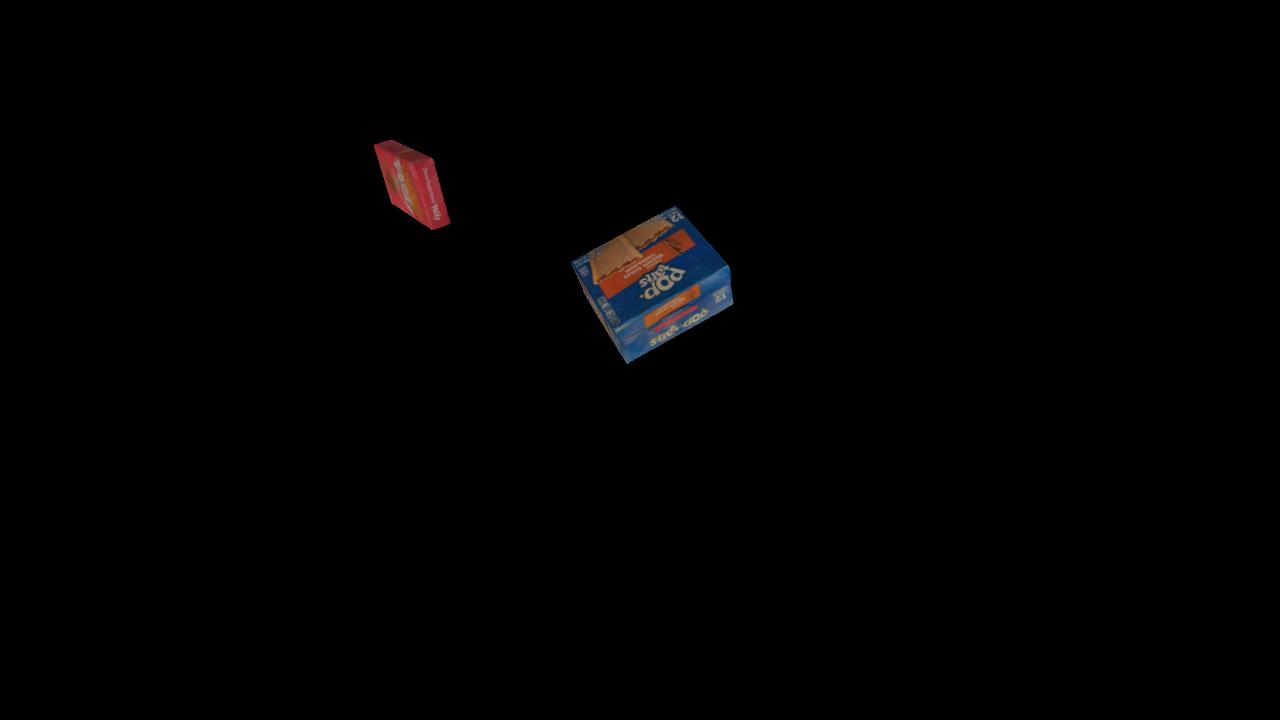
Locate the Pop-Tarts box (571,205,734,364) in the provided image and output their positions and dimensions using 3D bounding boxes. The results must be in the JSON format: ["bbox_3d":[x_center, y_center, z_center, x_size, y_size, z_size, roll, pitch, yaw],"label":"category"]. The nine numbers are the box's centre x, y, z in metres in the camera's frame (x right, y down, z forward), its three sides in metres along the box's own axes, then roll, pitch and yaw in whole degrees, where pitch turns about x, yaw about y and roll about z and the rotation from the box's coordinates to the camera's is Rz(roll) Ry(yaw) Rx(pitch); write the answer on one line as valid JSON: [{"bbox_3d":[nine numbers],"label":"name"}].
[{"bbox_3d":[0.016,-0.103,0.820,0.167,0.141,0.083,-29,-35,-4],"label":"Pop-Tarts box"}]

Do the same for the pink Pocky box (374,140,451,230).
[{"bbox_3d":[-0.294,-0.227,0.788,0.029,0.084,0.155,-26,38,-28],"label":"pink Pocky box"}]
